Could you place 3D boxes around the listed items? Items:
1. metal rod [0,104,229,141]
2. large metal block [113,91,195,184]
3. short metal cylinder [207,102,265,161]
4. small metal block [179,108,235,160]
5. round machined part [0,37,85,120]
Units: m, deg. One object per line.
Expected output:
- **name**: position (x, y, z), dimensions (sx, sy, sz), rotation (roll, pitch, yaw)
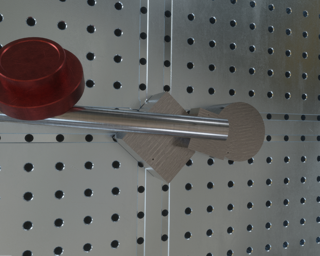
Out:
- **metal rod**: position (-0.076, -0.011, 0.339), dimensions (0.302, 0.025, 0.025), rotation (5, 88, -4)
- **large metal block**: position (0.001, 0.011, 0.398), dimensions (0.080, 0.050, 0.080), rotation (46, 76, -15)
- **short metal cylinder**: position (0.099, 0.005, 0.437), dimensions (0.081, 0.050, 0.079), rotation (0, 90, -21)
- **small metal block**: position (0.058, 0.007, 0.380), dimensions (0.050, 0.025, 0.050), rotation (20, 83, -19)
- **round machined part**: position (-0.132, -0.059, 0.327), dimensions (0.099, 0.042, 0.098), rotation (3, 52, -4)
